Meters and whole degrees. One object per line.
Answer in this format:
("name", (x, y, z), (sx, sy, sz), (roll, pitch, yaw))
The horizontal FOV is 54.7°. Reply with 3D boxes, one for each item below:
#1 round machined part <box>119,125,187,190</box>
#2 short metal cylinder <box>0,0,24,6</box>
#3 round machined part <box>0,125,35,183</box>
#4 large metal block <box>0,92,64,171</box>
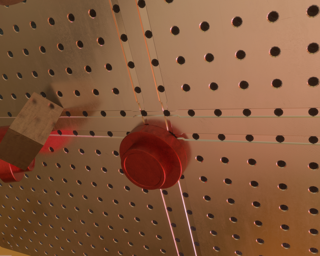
("round machined part", (-0.016, 0.048, 0.438), (0.098, 0.042, 0.097), (13, 124, 21))
("short metal cylinder", (-0.171, -0.187, 0.350), (0.080, 0.080, 0.050), (-35, 99, 38))
("round machined part", (-0.245, 0.043, 0.532), (0.042, 0.098, 0.097), (-6, 122, -9))
("large metal block", (-0.200, 0.005, 0.476), (0.050, 0.080, 0.080), (32, 131, -20))
